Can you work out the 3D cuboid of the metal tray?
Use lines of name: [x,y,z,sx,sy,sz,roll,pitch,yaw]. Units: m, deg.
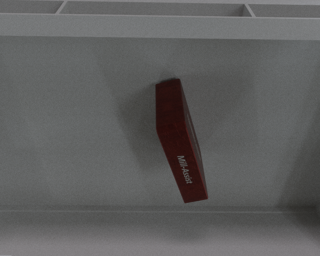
metal tray: [0.027,0.018,0.378,0.030,0.090,0.130,-13,129,9]
